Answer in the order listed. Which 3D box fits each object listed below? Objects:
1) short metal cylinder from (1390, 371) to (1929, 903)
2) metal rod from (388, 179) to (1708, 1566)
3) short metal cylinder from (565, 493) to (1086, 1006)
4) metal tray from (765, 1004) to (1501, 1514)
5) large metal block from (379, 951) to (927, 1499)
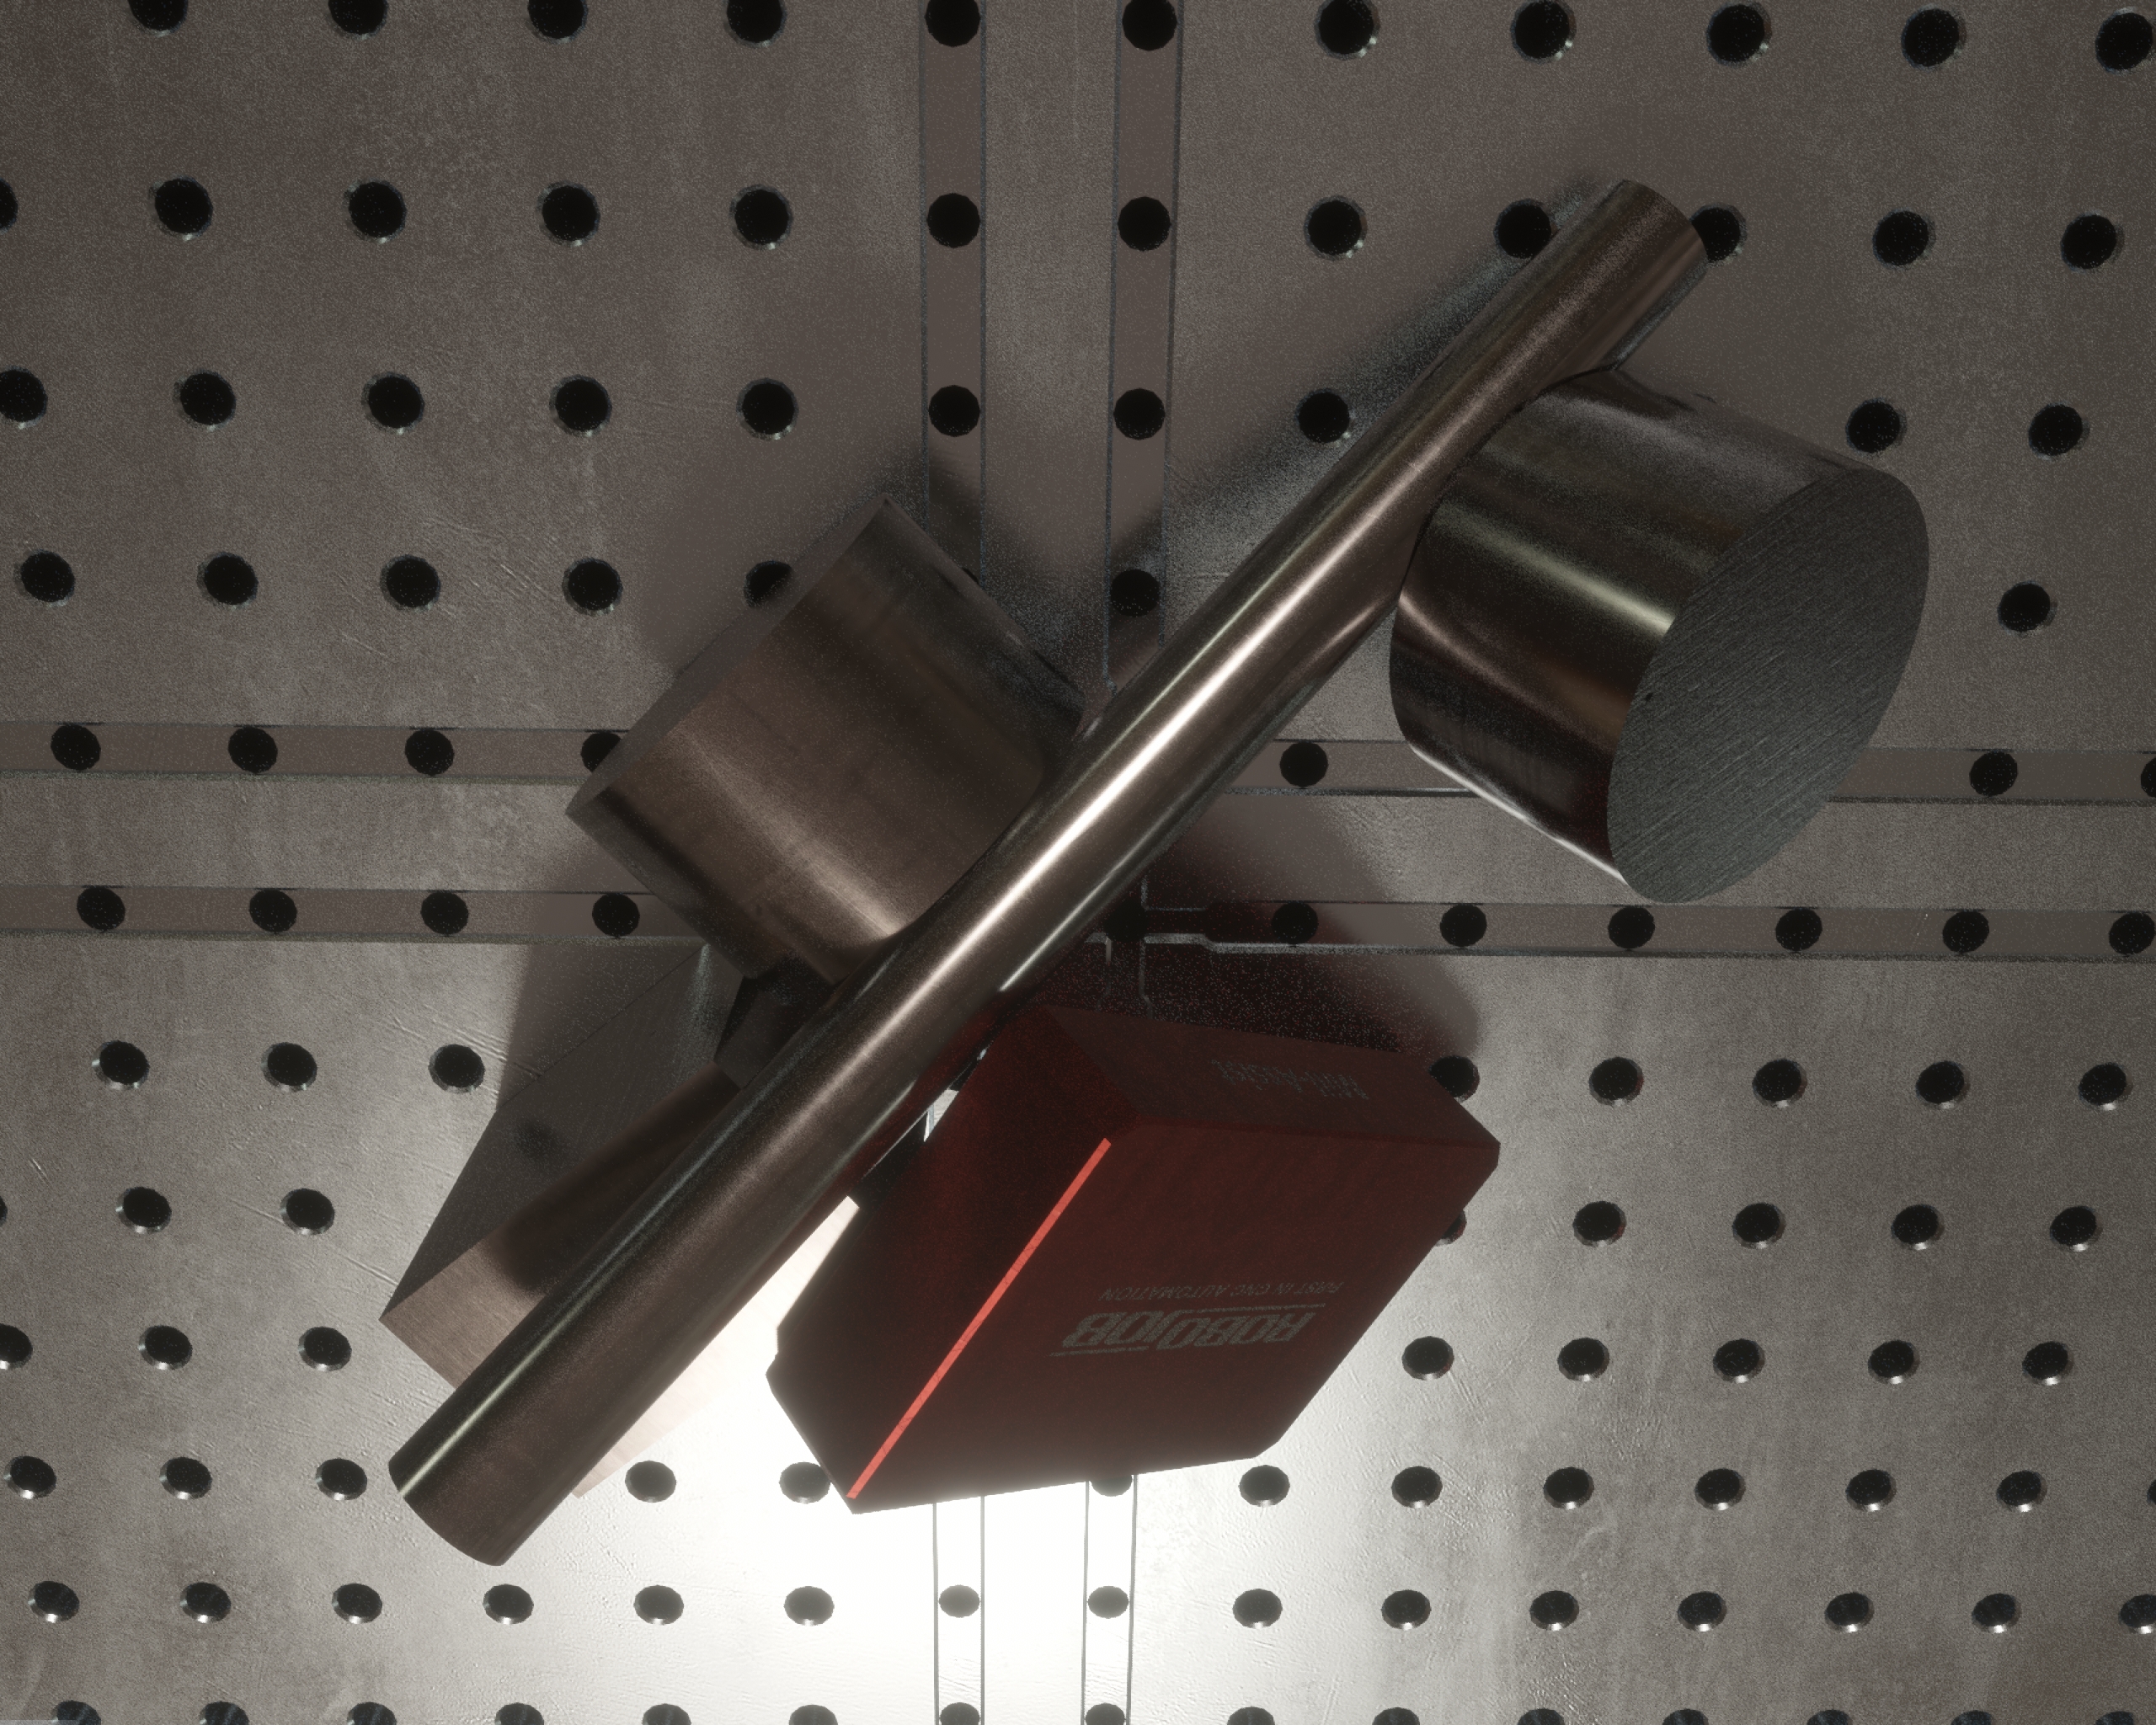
[{"bbox_3d":[0.102,-0.040,0.366,0.081,0.050,0.079,-24,132,-29],"label":"short metal cylinder"},{"bbox_3d":[0.001,-0.004,0.355,0.025,0.025,0.300,45,82,-15],"label":"metal rod"},{"bbox_3d":[-0.045,-0.020,0.376,0.080,0.080,0.050,-41,105,13],"label":"short metal cylinder"},{"bbox_3d":[0.016,0.076,0.396,0.131,0.030,0.090,13,117,-50],"label":"metal tray"},{"bbox_3d":[-0.077,0.061,0.405,0.080,0.080,0.050,-38,106,12],"label":"large metal block"}]
